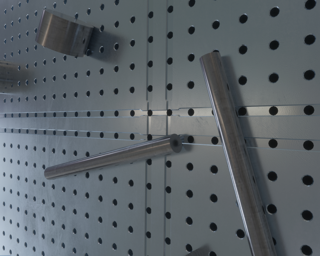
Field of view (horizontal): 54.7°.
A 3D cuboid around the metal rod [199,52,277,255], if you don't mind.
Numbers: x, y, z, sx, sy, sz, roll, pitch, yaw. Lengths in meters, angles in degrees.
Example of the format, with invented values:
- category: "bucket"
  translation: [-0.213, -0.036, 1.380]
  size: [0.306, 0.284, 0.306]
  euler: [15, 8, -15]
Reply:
- category: "metal rod"
  translation: [0.091, 0.060, 0.334]
  size: [0.025, 0.025, 0.299]
  euler: [-21, 77, 38]

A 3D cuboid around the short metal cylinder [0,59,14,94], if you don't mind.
- category: "short metal cylinder"
  translation: [-0.378, -0.119, 0.706]
  size: [0.080, 0.050, 0.080]
  euler: [0, 90, 40]

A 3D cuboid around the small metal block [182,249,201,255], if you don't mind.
- category: "small metal block"
  translation: [0.033, 0.186, 0.382]
  size: [0.050, 0.025, 0.050]
  euler: [-40, 66, 32]

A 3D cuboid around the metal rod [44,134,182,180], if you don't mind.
- category: "metal rod"
  translation: [-0.092, 0.052, 0.485]
  size: [0.300, 0.025, 0.025]
  euler: [-16, 80, 38]

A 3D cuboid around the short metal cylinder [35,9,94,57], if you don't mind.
- category: "short metal cylinder"
  translation: [-0.154, -0.153, 0.501]
  size: [0.080, 0.081, 0.050]
  euler: [35, 112, 34]
